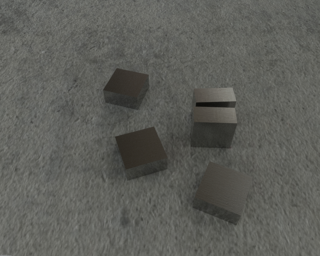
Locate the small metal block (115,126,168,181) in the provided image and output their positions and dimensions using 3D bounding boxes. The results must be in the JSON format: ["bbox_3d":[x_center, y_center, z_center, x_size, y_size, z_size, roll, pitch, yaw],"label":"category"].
[{"bbox_3d":[-0.023,0.030,0.377,0.050,0.025,0.050,-15,52,-13],"label":"small metal block"}]

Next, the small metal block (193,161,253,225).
[{"bbox_3d":[0.070,0.071,0.344,0.050,0.025,0.050,19,52,15],"label":"small metal block"}]

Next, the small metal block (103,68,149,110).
[{"bbox_3d":[-0.048,-0.057,0.451,0.050,0.025,0.050,13,51,10],"label":"small metal block"}]

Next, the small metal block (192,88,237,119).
[{"bbox_3d":[0.069,-0.026,0.410,0.050,0.050,0.025,-2,50,-2],"label":"small metal block"}]

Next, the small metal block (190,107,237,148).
[{"bbox_3d":[0.065,0.000,0.388,0.050,0.050,0.025,2,50,1],"label":"small metal block"}]
